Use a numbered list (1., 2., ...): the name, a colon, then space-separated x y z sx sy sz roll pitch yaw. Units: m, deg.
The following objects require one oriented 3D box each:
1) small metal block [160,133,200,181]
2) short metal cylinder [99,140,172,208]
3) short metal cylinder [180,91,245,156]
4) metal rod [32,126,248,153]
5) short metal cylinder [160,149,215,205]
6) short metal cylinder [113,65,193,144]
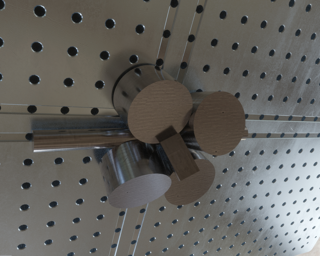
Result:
1. small metal block: 0.023 0.037 0.380 0.025 0.050 0.050 -27 170 -4
2. short metal cylinder: -0.032 0.060 0.394 0.081 0.050 0.080 -16 144 -11
3. short metal cylinder: 0.063 -0.008 0.403 0.081 0.050 0.079 -3 97 -28
4. metal rod: -0.006 0.011 0.410 0.303 0.025 0.025 -2 119 -28
5. short metal cylinder: 0.032 0.064 0.447 0.081 0.050 0.079 -14 124 -21
6. short metal cylinder: -0.009 -0.028 0.368 0.081 0.050 0.079 -14 124 -21
